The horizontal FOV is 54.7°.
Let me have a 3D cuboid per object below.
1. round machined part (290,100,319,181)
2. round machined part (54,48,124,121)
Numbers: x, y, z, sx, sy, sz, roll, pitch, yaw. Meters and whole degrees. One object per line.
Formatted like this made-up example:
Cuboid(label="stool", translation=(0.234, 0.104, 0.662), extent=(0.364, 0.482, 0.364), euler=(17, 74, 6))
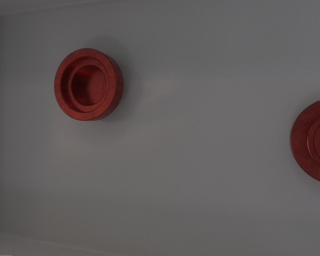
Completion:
Cuboid(label="round machined part", translation=(0.194, 0.014, 0.333), extent=(0.098, 0.042, 0.097), euler=(0, 90, 20))
Cuboid(label="round machined part", translation=(-0.095, -0.058, 0.435), extent=(0.098, 0.042, 0.097), euler=(0, 90, 20))
